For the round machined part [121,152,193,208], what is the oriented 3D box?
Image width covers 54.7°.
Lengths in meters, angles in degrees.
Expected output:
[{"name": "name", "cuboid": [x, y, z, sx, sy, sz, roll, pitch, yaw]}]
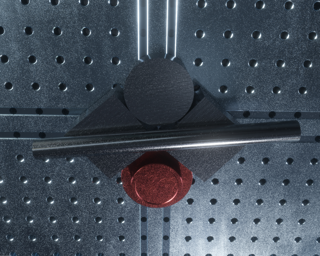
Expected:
[{"name": "round machined part", "cuboid": [-0.004, 0.070, 0.426, 0.099, 0.042, 0.097, 0, 110, 0]}]

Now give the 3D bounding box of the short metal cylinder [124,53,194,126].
[{"name": "short metal cylinder", "cuboid": [-0.001, -0.049, 0.378, 0.081, 0.050, 0.079, 0, 110, 0]}]

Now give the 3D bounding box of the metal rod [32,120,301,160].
[{"name": "metal rod", "cuboid": [0.006, 0.014, 0.359, 0.302, 0.025, 0.025, -4, 110, 2]}]

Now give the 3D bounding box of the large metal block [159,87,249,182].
[{"name": "large metal block", "cuboid": [0.054, 0.008, 0.397, 0.080, 0.050, 0.080, 40, 106, -14]}]

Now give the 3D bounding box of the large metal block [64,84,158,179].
[{"name": "large metal block", "cuboid": [-0.059, 0.004, 0.397, 0.080, 0.050, 0.080, -38, 108, 12]}]
